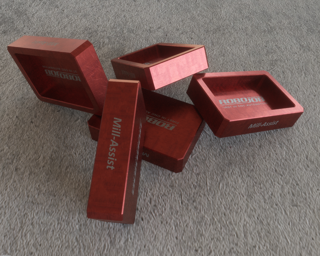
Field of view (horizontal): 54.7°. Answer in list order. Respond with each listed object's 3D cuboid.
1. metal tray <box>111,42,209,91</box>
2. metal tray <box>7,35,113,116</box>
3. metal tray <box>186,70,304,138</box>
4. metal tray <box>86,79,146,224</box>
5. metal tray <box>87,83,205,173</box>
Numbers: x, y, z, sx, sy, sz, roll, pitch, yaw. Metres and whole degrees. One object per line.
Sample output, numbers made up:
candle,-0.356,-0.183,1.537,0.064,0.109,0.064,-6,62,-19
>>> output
metal tray,-0.005,-0.092,0.440,0.091,0.030,0.130,-25,26,-20
metal tray,-0.127,-0.069,0.399,0.130,0.090,0.030,14,50,32
metal tray,0.112,-0.036,0.412,0.131,0.030,0.090,-7,49,-26
metal tray,-0.038,0.028,0.313,0.030,0.090,0.130,4,71,4
metal tray,-0.015,-0.005,0.405,0.130,0.030,0.090,20,53,15
